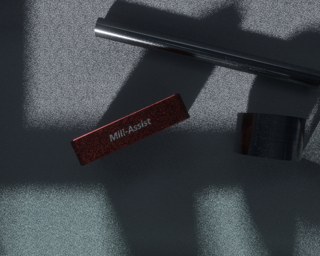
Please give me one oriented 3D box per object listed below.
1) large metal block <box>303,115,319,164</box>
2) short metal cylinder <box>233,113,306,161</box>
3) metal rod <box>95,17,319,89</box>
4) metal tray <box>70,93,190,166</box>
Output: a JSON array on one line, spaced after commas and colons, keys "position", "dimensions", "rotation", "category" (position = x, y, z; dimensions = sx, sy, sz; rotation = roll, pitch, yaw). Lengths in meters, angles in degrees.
[{"position": [0.228, 0.010, 0.369], "dimensions": [0.080, 0.080, 0.050], "rotation": [25, 51, 21], "category": "large metal block"}, {"position": [0.135, 0.010, 0.386], "dimensions": [0.081, 0.080, 0.050], "rotation": [6, 90, -1], "category": "short metal cylinder"}, {"position": [0.064, -0.099, 0.412], "dimensions": [0.302, 0.025, 0.025], "rotation": [13, 90, -1], "category": "metal rod"}, {"position": [-0.033, 0.001, 0.378], "dimensions": [0.131, 0.090, 0.030], "rotation": [-24, 90, 0], "category": "metal tray"}]
